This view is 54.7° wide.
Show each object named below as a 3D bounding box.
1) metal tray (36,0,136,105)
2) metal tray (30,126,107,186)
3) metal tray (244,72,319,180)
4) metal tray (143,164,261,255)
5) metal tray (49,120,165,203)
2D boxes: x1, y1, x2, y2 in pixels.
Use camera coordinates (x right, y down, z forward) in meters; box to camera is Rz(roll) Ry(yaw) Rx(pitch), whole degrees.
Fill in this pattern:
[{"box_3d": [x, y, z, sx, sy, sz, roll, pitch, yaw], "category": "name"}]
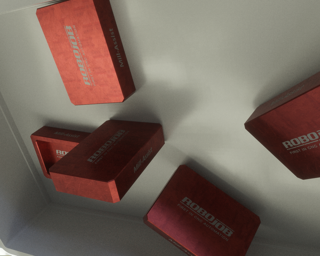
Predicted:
[{"box_3d": [-0.092, -0.095, 0.393, 0.090, 0.030, 0.129, -1, 118, 28], "category": "metal tray"}, {"box_3d": [-0.142, 0.049, 0.507, 0.130, 0.030, 0.089, 7, 122, 24], "category": "metal tray"}, {"box_3d": [0.149, 0.001, 0.288, 0.090, 0.030, 0.130, 43, 158, -1], "category": "metal tray"}, {"box_3d": [0.055, 0.121, 0.408, 0.130, 0.090, 0.030, 35, 153, 4], "category": "metal tray"}, {"box_3d": [-0.061, 0.034, 0.392, 0.090, 0.131, 0.030, 5, 121, 25], "category": "metal tray"}]
